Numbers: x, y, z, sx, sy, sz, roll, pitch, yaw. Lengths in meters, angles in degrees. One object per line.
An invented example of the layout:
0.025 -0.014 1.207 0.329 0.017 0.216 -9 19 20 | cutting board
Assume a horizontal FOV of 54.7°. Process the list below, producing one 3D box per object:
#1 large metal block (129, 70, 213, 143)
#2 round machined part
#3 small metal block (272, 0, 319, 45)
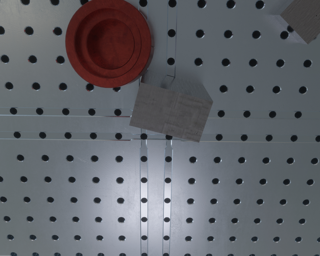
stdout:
0.012 -0.030 0.373 0.080 0.080 0.050 14 110 -6 | large metal block
-0.054 -0.096 0.361 0.098 0.042 0.097 1 100 8 | round machined part
0.172 -0.136 0.365 0.050 0.025 0.050 39 105 -13 | small metal block
